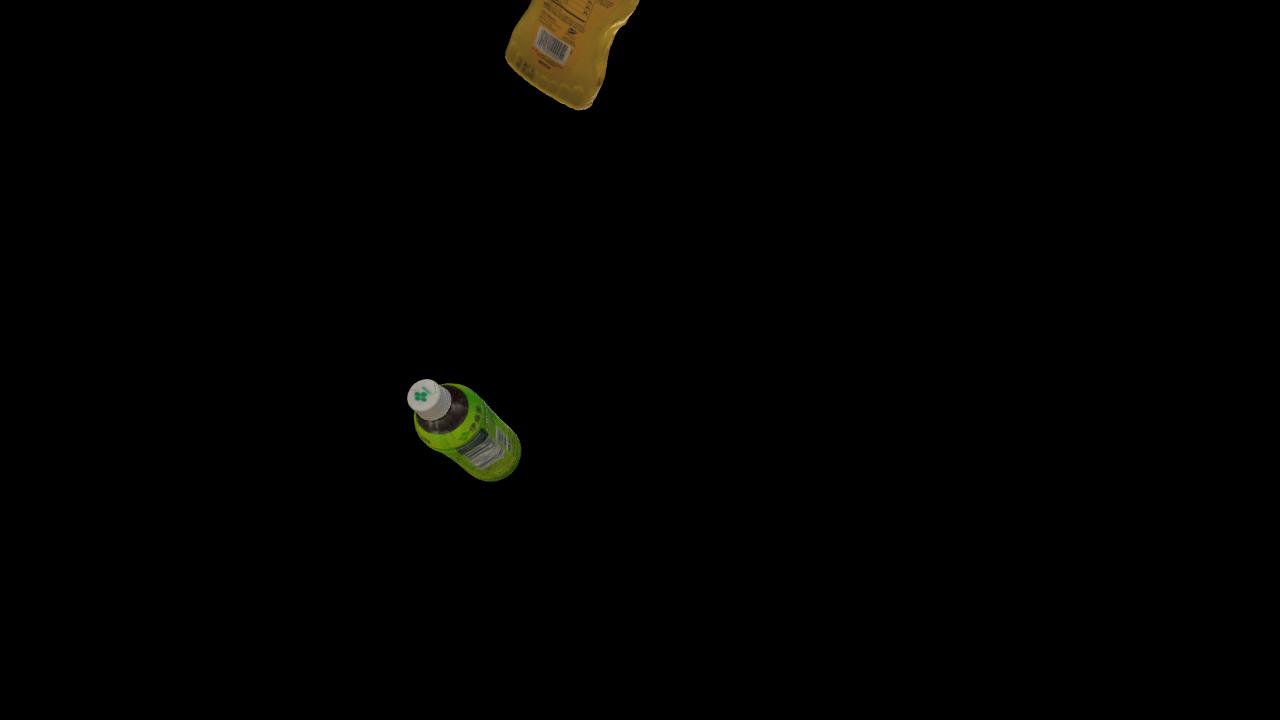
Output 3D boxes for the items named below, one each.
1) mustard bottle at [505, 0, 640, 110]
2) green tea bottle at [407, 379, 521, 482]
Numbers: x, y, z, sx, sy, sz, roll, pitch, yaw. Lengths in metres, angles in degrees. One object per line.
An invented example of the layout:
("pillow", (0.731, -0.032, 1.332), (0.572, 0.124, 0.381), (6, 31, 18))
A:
("mustard bottle", (-0.044, -0.316, 0.519), (0.092, 0.184, 0.054), (38, 37, 4))
("green tea bottle", (-0.180, 0.071, 0.633), (0.073, 0.073, 0.212), (0, -24, 3))
